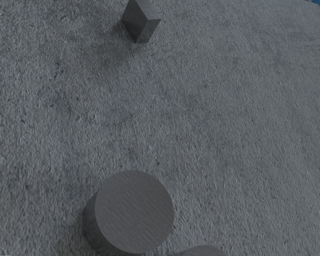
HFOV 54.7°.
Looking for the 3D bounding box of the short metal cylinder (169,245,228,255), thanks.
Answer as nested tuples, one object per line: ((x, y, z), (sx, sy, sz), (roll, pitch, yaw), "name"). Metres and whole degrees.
((0.036, 0.163, 0.308), (0.081, 0.050, 0.080), (14, 56, -21), "short metal cylinder")

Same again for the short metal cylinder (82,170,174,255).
((-0.033, 0.089, 0.316), (0.081, 0.050, 0.080), (14, 56, -21), "short metal cylinder")

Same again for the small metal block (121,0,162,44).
((-0.030, -0.167, 0.473), (0.025, 0.050, 0.050), (-20, 73, -36), "small metal block")
